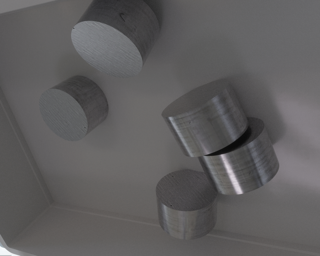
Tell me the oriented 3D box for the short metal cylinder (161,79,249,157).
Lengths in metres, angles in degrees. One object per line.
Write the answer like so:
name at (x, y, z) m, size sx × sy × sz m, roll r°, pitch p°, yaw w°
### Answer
short metal cylinder at (0.049, -0.012, 0.340) m, size 0.080 × 0.080 × 0.050 m, roll -18°, pitch 109°, yaw 35°

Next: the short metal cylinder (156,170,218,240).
short metal cylinder at (0.036, 0.101, 0.416) m, size 0.080 × 0.080 × 0.050 m, roll 10°, pitch 123°, yaw 23°

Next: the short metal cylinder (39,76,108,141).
short metal cylinder at (-0.121, -0.028, 0.439) m, size 0.080 × 0.050 × 0.079 m, roll 13°, pitch 124°, yaw 21°

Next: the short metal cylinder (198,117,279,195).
short metal cylinder at (0.085, 0.029, 0.346) m, size 0.080 × 0.080 × 0.050 m, roll -14°, pitch 111°, yaw 34°

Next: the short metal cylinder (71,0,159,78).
short metal cylinder at (-0.047, -0.100, 0.335) m, size 0.080 × 0.050 × 0.080 m, roll 17°, pitch 152°, yaw 10°
